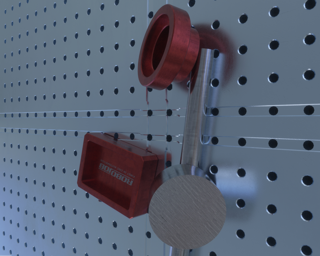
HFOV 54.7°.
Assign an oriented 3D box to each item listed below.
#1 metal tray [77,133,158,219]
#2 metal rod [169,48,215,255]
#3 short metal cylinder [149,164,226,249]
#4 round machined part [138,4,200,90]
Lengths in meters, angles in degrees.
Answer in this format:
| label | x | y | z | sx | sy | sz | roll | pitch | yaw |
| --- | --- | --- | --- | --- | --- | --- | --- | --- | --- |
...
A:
| label | x | y | z | sx | sy | sz | roll | pitch | yaw |
| --- | --- | --- | --- | --- | --- | --- | --- | --- | --- |
| metal tray | -0.068 | 0.066 | 0.462 | 0.130 | 0.030 | 0.089 | 18 | 102 | 38 |
| metal rod | 0.036 | 0.056 | 0.379 | 0.025 | 0.025 | 0.298 | 11 | 97 | 39 |
| short metal cylinder | 0.028 | 0.085 | 0.344 | 0.081 | 0.050 | 0.079 | 0 | 96 | -2 |
| round machined part | 0.012 | -0.092 | 0.372 | 0.098 | 0.042 | 0.098 | -40 | 43 | 54 |
